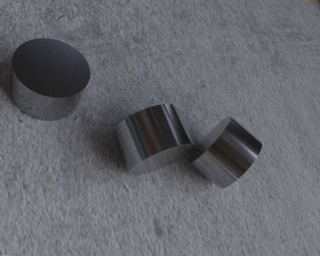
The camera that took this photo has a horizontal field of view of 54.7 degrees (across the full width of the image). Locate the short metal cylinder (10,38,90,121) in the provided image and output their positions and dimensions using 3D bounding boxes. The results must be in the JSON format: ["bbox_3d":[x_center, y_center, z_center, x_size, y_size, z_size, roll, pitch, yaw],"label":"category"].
[{"bbox_3d":[-0.126,-0.055,0.354,0.081,0.050,0.080,14,56,-21],"label":"short metal cylinder"}]

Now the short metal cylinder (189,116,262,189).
[{"bbox_3d":[0.083,0.030,0.396,0.050,0.080,0.080,41,51,-1],"label":"short metal cylinder"}]

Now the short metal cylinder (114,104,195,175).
[{"bbox_3d":[-0.007,0.015,0.357,0.081,0.080,0.050,-11,68,-33],"label":"short metal cylinder"}]
